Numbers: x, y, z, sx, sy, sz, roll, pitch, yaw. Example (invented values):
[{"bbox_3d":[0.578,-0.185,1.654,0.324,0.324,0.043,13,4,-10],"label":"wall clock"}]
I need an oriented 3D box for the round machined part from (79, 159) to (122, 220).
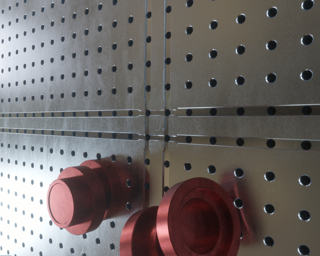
[{"bbox_3d":[-0.109,0.099,0.485,0.098,0.042,0.097,0,90,39],"label":"round machined part"}]

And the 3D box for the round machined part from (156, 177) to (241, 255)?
[{"bbox_3d":[0.037,0.105,0.332,0.042,0.099,0.098,-31,71,50],"label":"round machined part"}]

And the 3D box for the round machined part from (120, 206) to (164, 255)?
[{"bbox_3d":[0.005,0.138,0.356,0.042,0.099,0.098,-28,73,36],"label":"round machined part"}]

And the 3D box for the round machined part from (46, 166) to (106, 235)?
[{"bbox_3d":[-0.126,0.105,0.445,0.098,0.042,0.097,0,90,39],"label":"round machined part"}]
